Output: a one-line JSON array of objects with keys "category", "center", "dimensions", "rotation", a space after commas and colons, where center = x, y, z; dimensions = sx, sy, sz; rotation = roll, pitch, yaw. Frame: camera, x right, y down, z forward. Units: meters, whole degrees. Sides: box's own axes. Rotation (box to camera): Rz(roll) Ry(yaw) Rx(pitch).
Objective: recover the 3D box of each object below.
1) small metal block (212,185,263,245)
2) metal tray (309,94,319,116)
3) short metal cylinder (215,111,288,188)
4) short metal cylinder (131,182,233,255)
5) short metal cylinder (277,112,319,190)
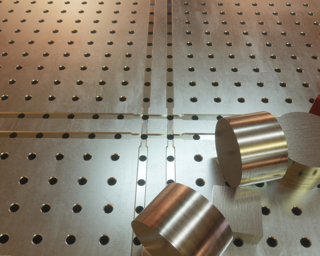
[{"category": "small metal block", "center": [0.080, 0.092, 0.331], "dimensions": [0.050, 0.025, 0.050], "rotation": [6, 50, 5]}, {"category": "metal tray", "center": [0.274, 0.002, 0.404], "dimensions": [0.091, 0.030, 0.130], "rotation": [-13, 51, -11]}, {"category": "short metal cylinder", "center": [0.100, 0.024, 0.352], "dimensions": [0.050, 0.080, 0.080], "rotation": [-9, 51, -8]}, {"category": "short metal cylinder", "center": [0.020, 0.098, 0.290], "dimensions": [0.080, 0.080, 0.050], "rotation": [33, 58, 25]}, {"category": "short metal cylinder", "center": [0.168, 0.027, 0.370], "dimensions": [0.080, 0.050, 0.080], "rotation": [0, 50, 0]}]
